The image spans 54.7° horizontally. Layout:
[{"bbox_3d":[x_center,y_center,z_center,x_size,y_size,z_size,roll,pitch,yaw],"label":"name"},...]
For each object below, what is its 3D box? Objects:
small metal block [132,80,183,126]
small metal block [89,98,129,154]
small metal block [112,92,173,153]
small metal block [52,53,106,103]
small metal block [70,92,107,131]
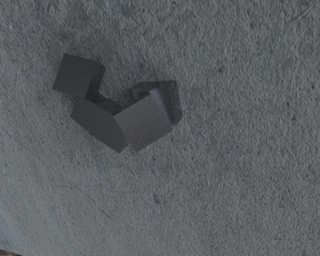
[{"bbox_3d":[-0.002,-0.031,0.389,0.050,0.025,0.050,2,120,27],"label":"small metal block"},{"bbox_3d":[-0.059,-0.003,0.403,0.050,0.025,0.050,33,129,6],"label":"small metal block"},{"bbox_3d":[-0.021,-0.007,0.365,0.050,0.025,0.050,-31,105,-3],"label":"small metal block"},{"bbox_3d":[-0.106,-0.066,0.406,0.050,0.025,0.050,17,89,17],"label":"small metal block"},{"bbox_3d":[-0.094,-0.022,0.442,0.050,0.025,0.050,39,129,1],"label":"small metal block"}]
